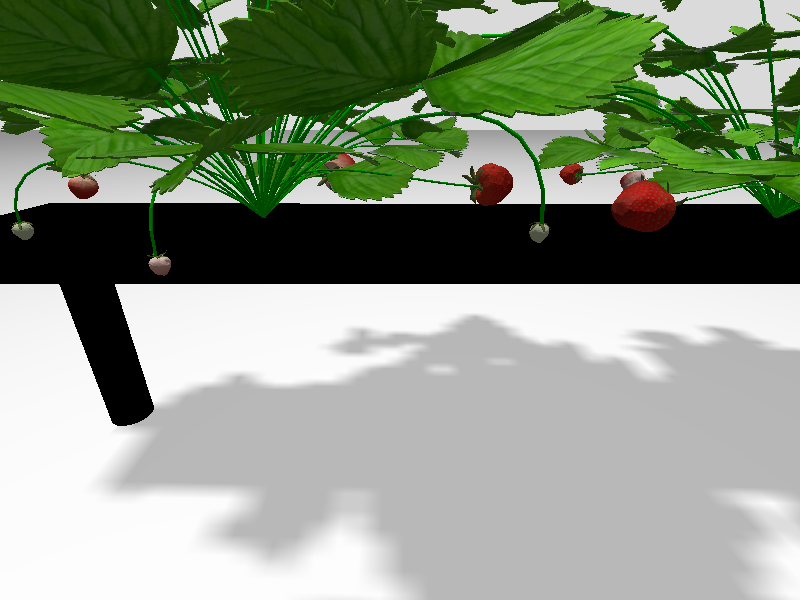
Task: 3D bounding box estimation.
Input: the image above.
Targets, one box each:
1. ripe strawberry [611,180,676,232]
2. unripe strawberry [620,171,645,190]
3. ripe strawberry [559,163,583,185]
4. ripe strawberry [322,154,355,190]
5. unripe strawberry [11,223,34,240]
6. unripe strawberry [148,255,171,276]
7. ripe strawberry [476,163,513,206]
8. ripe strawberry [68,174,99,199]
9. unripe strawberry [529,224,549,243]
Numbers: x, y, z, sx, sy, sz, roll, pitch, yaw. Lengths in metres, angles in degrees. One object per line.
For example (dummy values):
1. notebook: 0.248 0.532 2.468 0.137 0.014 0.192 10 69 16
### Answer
1. ripe strawberry: 0.180 -0.070 0.301 0.042 0.036 0.042 -8 26 -15
2. unripe strawberry: 0.267 -0.136 0.460 0.022 0.025 0.024 -12 27 -24
3. ripe strawberry: 0.224 -0.167 0.527 0.027 0.028 0.029 -12 27 -25
4. ripe strawberry: -0.069 -0.152 0.475 0.045 0.047 0.049 8 25 17
5. unripe strawberry: -0.258 -0.047 0.274 0.011 0.011 0.011 -14 28 -27
6. unripe strawberry: -0.128 -0.018 0.213 0.010 0.011 0.011 1 25 3
7. ripe strawberry: 0.092 -0.112 0.390 0.039 0.040 0.035 -5 25 -13
8. ripe strawberry: -0.342 -0.122 0.432 0.024 0.028 0.028 38 33 5
9. unripe strawberry: 0.084 -0.040 0.242 0.011 0.011 0.011 13 28 26
